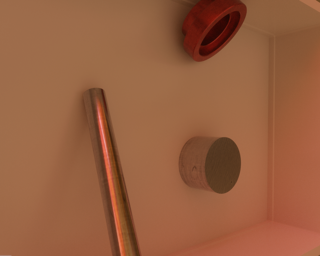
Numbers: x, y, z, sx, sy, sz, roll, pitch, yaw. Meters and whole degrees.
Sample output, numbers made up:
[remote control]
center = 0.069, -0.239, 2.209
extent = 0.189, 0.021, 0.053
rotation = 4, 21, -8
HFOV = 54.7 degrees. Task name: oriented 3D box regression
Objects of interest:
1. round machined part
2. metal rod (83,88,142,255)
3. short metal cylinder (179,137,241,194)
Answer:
[round machined part]
center = 0.070, -0.144, 0.433
extent = 0.099, 0.097, 0.042
rotation = -28, 69, -37
[metal rod]
center = -0.036, 0.092, 0.285
extent = 0.025, 0.025, 0.299
rotation = 7, 56, -40
[short metal cylinder]
center = 0.074, 0.052, 0.455
extent = 0.081, 0.050, 0.079
rotation = 0, 90, -40
